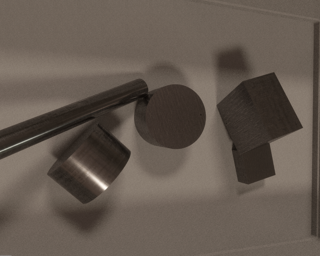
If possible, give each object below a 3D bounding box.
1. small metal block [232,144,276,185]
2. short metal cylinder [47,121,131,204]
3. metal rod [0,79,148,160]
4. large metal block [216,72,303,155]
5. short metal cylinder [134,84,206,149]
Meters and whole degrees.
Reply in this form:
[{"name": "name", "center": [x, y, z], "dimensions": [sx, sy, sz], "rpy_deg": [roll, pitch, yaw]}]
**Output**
[{"name": "small metal block", "center": [0.141, 0.052, 0.464], "dimensions": [0.050, 0.025, 0.050], "rpy_deg": [-14, 95, -20]}, {"name": "short metal cylinder", "center": [-0.080, 0.038, 0.353], "dimensions": [0.050, 0.080, 0.080], "rpy_deg": [45, 76, -15]}, {"name": "metal rod", "center": [-0.124, 0.003, 0.305], "dimensions": [0.302, 0.025, 0.025], "rpy_deg": [-29, 101, -41]}, {"name": "large metal block", "center": [0.130, -0.017, 0.419], "dimensions": [0.050, 0.080, 0.080], "rpy_deg": [-18, 77, -19]}, {"name": "short metal cylinder", "center": [0.012, -0.014, 0.403], "dimensions": [0.081, 0.050, 0.079], "rpy_deg": [0, 90, -21]}]
